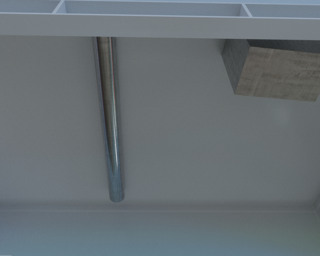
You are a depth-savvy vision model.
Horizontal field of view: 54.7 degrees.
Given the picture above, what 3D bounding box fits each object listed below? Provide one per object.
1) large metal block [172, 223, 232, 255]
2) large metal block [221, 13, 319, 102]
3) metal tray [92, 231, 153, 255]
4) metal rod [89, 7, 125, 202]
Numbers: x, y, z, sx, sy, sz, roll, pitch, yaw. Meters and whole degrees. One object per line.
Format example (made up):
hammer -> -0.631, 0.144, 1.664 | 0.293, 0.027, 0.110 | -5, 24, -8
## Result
large metal block -> 0.078, 0.234, 0.596 | 0.080, 0.050, 0.079 | 20, 127, -17
large metal block -> 0.114, -0.073, 0.313 | 0.081, 0.080, 0.050 | 5, 130, -5
metal tray -> -0.069, 0.264, 0.631 | 0.090, 0.030, 0.129 | -13, 129, 10
metal rod -> -0.064, -0.003, 0.405 | 0.025, 0.025, 0.298 | 1, 130, -2
